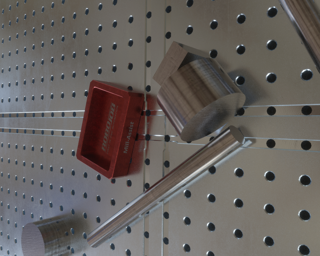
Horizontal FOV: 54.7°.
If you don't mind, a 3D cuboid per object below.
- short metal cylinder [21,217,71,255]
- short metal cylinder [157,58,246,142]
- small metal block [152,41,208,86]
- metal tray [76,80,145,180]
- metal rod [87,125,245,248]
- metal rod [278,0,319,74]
[{"bbox_3d":[-0.207,0.206,0.560,0.080,0.050,0.079,0,90,39],"label":"short metal cylinder"},{"bbox_3d":[0.044,-0.029,0.336,0.080,0.081,0.050,-46,63,30],"label":"short metal cylinder"},{"bbox_3d":[0.027,-0.071,0.370,0.025,0.050,0.050,46,117,30],"label":"small metal block"},{"bbox_3d":[-0.078,0.000,0.467,0.090,0.030,0.129,22,104,37],"label":"metal tray"},{"bbox_3d":[-0.010,0.093,0.415,0.299,0.025,0.025,-42,65,31],"label":"metal rod"},{"bbox_3d":[0.125,-0.140,0.305,0.025,0.025,0.299,-32,70,35],"label":"metal rod"}]
